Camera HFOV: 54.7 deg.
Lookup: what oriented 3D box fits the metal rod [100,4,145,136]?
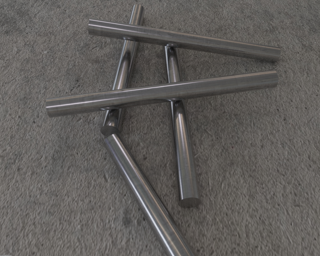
[{"bbox_3d":[-0.053,-0.110,0.494,0.025,0.025,0.300,3,50,3],"label":"metal rod"}]

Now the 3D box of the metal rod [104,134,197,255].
[{"bbox_3d":[0.015,0.116,0.305,0.025,0.025,0.300,-24,54,-19],"label":"metal rod"}]

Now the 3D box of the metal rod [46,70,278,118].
[{"bbox_3d":[0.009,-0.046,0.408,0.302,0.025,0.025,-8,51,-7],"label":"metal rod"}]

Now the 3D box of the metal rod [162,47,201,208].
[{"bbox_3d":[0.024,-0.034,0.431,0.025,0.025,0.300,-2,50,-2],"label":"metal rod"}]

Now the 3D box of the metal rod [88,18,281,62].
[{"bbox_3d":[0.042,-0.137,0.489,0.302,0.025,0.025,7,50,-6],"label":"metal rod"}]
